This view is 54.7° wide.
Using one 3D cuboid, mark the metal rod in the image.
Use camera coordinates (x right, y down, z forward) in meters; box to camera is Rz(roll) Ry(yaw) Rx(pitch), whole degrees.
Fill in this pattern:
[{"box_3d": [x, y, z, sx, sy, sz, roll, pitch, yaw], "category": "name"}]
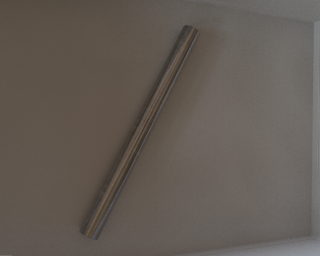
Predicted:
[{"box_3d": [-0.022, -0.002, 0.403, 0.025, 0.025, 0.299, 29, 80, -18], "category": "metal rod"}]
